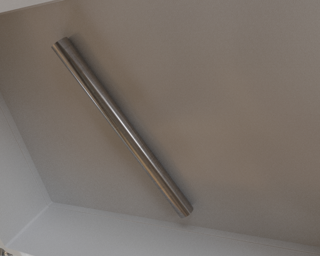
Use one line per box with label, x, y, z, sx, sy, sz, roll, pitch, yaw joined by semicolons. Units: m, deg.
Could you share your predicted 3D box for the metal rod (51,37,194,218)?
metal rod;-0.046;0.007;0.435;0.025;0.025;0.299;-27;104;37
